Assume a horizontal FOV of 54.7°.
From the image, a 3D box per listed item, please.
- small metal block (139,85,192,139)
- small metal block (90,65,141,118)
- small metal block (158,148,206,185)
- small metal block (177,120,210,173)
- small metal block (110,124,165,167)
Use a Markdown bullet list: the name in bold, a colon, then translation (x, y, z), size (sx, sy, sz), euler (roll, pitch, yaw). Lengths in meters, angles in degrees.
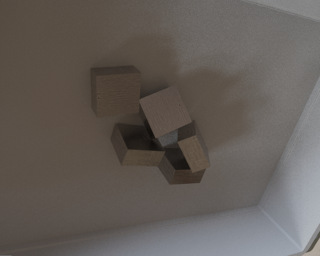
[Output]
- **small metal block**: translation (0.004, -0.019, 0.382), size (0.050, 0.025, 0.050), euler (-24, 91, -15)
- **small metal block**: translation (-0.051, -0.042, 0.355), size (0.050, 0.025, 0.050), euler (-9, 122, -24)
- **small metal block**: translation (0.028, 0.054, 0.440), size (0.050, 0.050, 0.025), euler (3, 119, -30)
- **small metal block**: translation (0.046, 0.024, 0.420), size (0.025, 0.050, 0.050), euler (-22, 111, 13)
- **small metal block**: translation (-0.029, 0.022, 0.388), size (0.050, 0.050, 0.025), euler (6, 123, -31)
